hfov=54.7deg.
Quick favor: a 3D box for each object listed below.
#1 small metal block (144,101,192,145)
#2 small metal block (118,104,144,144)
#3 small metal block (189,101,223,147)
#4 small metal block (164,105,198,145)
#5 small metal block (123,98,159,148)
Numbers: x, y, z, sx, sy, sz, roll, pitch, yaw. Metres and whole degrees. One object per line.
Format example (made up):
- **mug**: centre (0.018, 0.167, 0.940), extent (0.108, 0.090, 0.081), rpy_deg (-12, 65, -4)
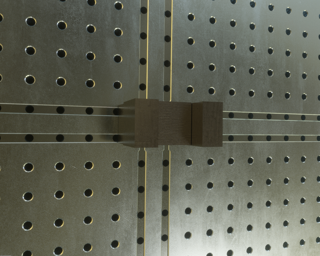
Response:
- **small metal block**: centre (0.009, -0.005, 0.364), extent (0.050, 0.025, 0.050), rpy_deg (1, 90, -21)
- **small metal block**: centre (-0.034, -0.005, 0.387), extent (0.025, 0.050, 0.050), rpy_deg (1, 90, -20)
- **small metal block**: centre (0.050, -0.004, 0.364), extent (0.025, 0.050, 0.050), rpy_deg (1, 90, -20)
- **small metal block**: centre (0.027, -0.004, 0.410), extent (0.025, 0.050, 0.050), rpy_deg (-1, 91, -20)
- **small metal block**: centre (-0.022, -0.005, 0.338), extent (0.025, 0.050, 0.050), rpy_deg (1, 90, -20)
